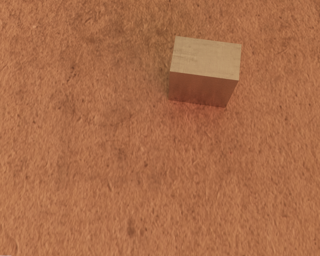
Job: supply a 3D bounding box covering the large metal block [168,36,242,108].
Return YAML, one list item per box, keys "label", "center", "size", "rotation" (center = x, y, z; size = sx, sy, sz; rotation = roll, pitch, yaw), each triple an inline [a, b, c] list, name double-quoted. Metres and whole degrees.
- label: "large metal block"
  center: [0.055, -0.070, 0.405]
  size: [0.080, 0.080, 0.050]
  rotation: [8, 70, 3]
